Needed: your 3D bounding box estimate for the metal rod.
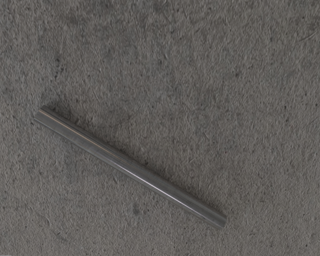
[{"bbox_3d":[-0.033,0.060,0.431,0.301,0.025,0.025,33,107,-12],"label":"metal rod"}]
